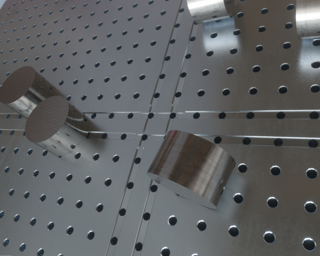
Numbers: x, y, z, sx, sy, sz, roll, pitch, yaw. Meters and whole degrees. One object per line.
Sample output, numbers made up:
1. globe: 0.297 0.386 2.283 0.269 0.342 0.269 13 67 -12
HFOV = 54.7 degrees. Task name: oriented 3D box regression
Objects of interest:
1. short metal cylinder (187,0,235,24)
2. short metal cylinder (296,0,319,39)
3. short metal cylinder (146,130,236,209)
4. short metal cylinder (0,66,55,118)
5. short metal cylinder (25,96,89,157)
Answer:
1. short metal cylinder: 0.075 -0.199 0.455 0.050 0.080 0.080 -3 61 27
2. short metal cylinder: 0.192 -0.146 0.362 0.050 0.080 0.080 5 64 31
3. short metal cylinder: 0.033 0.044 0.329 0.080 0.080 0.050 17 71 34
4. short metal cylinder: -0.238 -0.064 0.557 0.080 0.050 0.080 -13 56 21
5. short metal cylinder: -0.157 -0.003 0.476 0.080 0.050 0.080 -13 56 21
